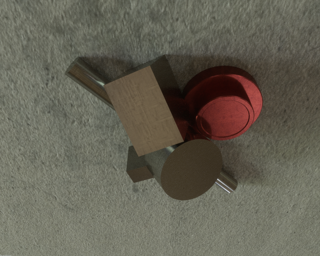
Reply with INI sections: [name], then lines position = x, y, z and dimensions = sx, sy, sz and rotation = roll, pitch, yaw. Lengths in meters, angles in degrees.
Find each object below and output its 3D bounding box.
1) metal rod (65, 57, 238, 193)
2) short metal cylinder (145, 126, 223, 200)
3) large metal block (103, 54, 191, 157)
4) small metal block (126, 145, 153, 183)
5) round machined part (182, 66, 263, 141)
[metal rod]
position = 0.006, 0.010, 0.418
dimensions = 0.025, 0.025, 0.301
rotation = -37, 122, 27
[short metal cylinder]
position = 0.028, 0.040, 0.378
dimensions = 0.081, 0.050, 0.079
rotation = -10, 115, -21
[large metal block]
position = -0.008, -0.028, 0.335
dimensions = 0.050, 0.080, 0.080
rotation = -20, 106, 17
[small metal block]
position = -0.017, 0.043, 0.430
dimensions = 0.050, 0.050, 0.025
rotation = -17, 128, 13
[round machined part]
position = 0.076, -0.023, 0.378
dimensions = 0.099, 0.042, 0.097
rotation = -1, 130, 0
